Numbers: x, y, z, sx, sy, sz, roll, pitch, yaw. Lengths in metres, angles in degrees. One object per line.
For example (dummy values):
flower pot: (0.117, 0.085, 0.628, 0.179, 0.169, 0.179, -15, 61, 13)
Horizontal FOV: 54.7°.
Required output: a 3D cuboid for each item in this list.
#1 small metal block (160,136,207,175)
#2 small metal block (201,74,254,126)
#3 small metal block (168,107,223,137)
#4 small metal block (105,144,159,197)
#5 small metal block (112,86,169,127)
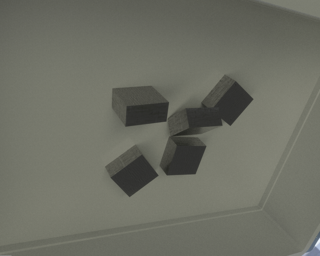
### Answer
small metal block: (0.033, 0.041, 0.452, 0.050, 0.025, 0.050, 3, 117, -30)
small metal block: (0.096, -0.038, 0.437, 0.050, 0.025, 0.050, 33, 100, -38)
small metal block: (0.045, -0.008, 0.410, 0.050, 0.050, 0.025, -4, 78, -27)
small metal block: (-0.038, 0.059, 0.424, 0.050, 0.025, 0.050, -36, 129, -4)
small metal block: (-0.024, -0.027, 0.362, 0.050, 0.050, 0.025, -8, 122, -25)
